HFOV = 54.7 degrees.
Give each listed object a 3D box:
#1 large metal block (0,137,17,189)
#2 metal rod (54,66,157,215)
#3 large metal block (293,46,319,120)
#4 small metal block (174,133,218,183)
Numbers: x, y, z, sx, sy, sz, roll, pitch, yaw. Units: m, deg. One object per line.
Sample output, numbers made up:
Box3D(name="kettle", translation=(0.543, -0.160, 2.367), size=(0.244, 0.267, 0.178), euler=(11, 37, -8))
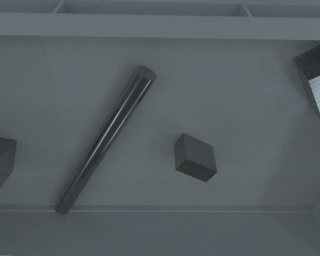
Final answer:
Box3D(name="large metal block", translation=(-0.244, 0.046, 0.400), size=(0.081, 0.080, 0.050), euler=(11, 108, -10))
Box3D(name="metal rod", translation=(-0.090, 0.036, 0.438), size=(0.025, 0.025, 0.298), euler=(24, 126, -19))
Box3D(name="large metal block", translation=(0.209, -0.055, 0.349), size=(0.080, 0.050, 0.080), euler=(-25, 126, 19))
Box3D(name="small metal block", translation=(0.048, 0.041, 0.428), size=(0.050, 0.050, 0.025), euler=(25, 126, -20))
